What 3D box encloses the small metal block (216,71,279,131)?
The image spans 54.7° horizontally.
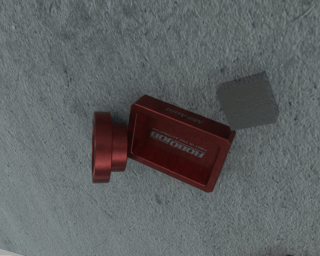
[{"bbox_3d":[0.096,-0.028,0.339,0.050,0.025,0.050,-12,112,33],"label":"small metal block"}]

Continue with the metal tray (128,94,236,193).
[{"bbox_3d":[0.022,0.020,0.404,0.130,0.030,0.089,22,127,14],"label":"metal tray"}]

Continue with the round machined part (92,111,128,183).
[{"bbox_3d":[-0.070,0.026,0.426,0.042,0.098,0.097,2,127,-15],"label":"round machined part"}]
